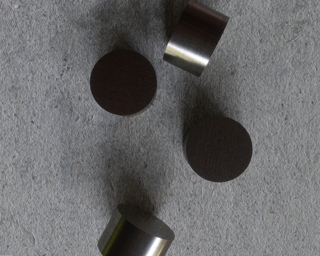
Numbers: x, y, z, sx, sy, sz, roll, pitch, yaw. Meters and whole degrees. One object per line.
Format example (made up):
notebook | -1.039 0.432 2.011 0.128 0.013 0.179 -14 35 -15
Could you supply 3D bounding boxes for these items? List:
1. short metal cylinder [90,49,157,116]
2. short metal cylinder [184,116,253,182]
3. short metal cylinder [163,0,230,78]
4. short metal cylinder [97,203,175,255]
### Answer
short metal cylinder | -0.044 -0.055 0.397 0.081 0.050 0.080 0 90 0
short metal cylinder | 0.071 0.026 0.398 0.081 0.050 0.080 0 90 0
short metal cylinder | 0.044 -0.110 0.383 0.050 0.080 0.080 26 90 0
short metal cylinder | -0.029 0.136 0.382 0.080 0.080 0.050 28 90 0
